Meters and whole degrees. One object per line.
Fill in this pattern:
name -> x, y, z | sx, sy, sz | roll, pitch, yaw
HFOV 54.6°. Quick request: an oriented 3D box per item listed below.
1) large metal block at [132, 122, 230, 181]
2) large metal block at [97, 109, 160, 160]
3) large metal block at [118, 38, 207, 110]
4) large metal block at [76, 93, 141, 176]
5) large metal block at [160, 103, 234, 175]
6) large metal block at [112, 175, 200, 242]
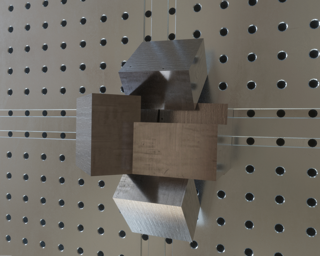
large metal block -> 0.026, 0.020, 0.321 | 0.080, 0.080, 0.050 | 2, 91, 20
large metal block -> -0.035, 0.006, 0.412 | 0.080, 0.050, 0.080 | 7, 93, 20
large metal block -> 0.008, -0.066, 0.373 | 0.080, 0.080, 0.050 | 2, 129, 20
large metal block -> -0.060, 0.006, 0.343 | 0.050, 0.080, 0.080 | 1, 91, -25
large metal block -> 0.045, 0.011, 0.383 | 0.080, 0.050, 0.080 | 3, 91, 20
large metal block -> 0.000, 0.091, 0.378 | 0.080, 0.050, 0.080 | 2, 136, 20
